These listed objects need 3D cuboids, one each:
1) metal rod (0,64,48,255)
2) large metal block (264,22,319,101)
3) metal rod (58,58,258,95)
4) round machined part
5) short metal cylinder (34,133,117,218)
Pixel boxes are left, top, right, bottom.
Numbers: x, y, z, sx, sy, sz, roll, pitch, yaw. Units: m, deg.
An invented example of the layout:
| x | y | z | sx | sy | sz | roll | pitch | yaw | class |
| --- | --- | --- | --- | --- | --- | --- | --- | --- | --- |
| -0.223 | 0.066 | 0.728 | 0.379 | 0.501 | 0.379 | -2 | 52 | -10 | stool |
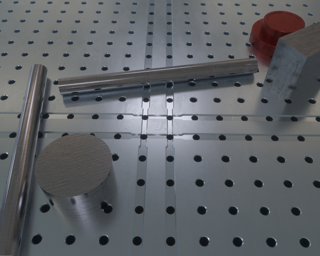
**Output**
| x | y | z | sx | sy | sz | roll | pitch | yaw | class |
| --- | --- | --- | --- | --- | --- | --- | --- | --- | --- |
| -0.168 | 0.024 | 0.385 | 0.025 | 0.025 | 0.300 | -6 | 50 | -5 | metal rod |
| 0.211 | -0.098 | 0.456 | 0.081 | 0.080 | 0.050 | -25 | 55 | -20 | large metal block |
| 0.002 | -0.080 | 0.474 | 0.302 | 0.025 | 0.025 | -7 | 51 | -7 | metal rod |
| 0.210 | -0.168 | 0.540 | 0.099 | 0.042 | 0.098 | 0 | 50 | 0 | round machined part |
| -0.091 | 0.053 | 0.347 | 0.081 | 0.050 | 0.080 | 0 | 50 | 0 | short metal cylinder |
